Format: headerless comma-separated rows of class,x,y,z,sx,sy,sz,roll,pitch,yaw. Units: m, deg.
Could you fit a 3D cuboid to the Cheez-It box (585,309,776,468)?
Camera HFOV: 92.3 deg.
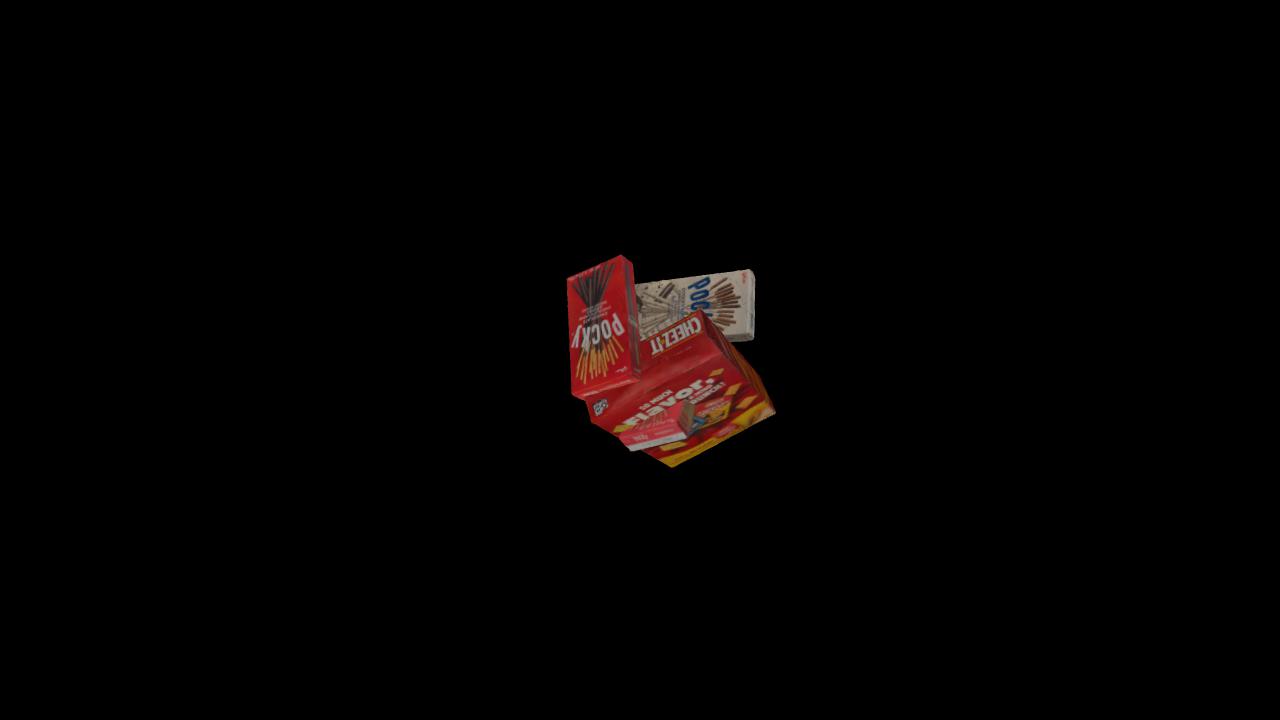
Cheez-It box,0.053,0.045,0.747,0.166,0.071,0.223,-30,-32,15

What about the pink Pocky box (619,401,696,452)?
pink Pocky box,0.032,0.034,0.735,0.084,0.155,0.029,-18,-54,34

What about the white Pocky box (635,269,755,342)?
white Pocky box,0.063,-0.059,0.751,0.154,0.084,0.028,-4,-18,26

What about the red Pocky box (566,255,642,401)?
red Pocky box,-0.042,-0.038,0.695,0.083,0.155,0.028,-19,-28,26
